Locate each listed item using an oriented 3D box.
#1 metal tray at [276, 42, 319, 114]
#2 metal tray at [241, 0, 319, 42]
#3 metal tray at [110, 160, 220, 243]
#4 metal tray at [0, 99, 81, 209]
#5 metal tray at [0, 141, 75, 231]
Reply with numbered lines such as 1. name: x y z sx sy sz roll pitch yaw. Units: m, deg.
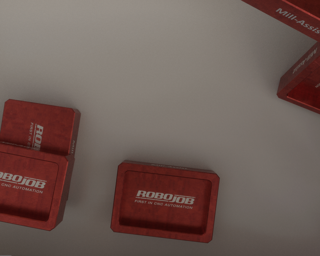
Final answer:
1. metal tray: 0.209 -0.060 0.359 0.090 0.130 0.030 22 68 0
2. metal tray: 0.149 -0.134 0.283 0.130 0.030 0.090 30 84 3
3. metal tray: 0.007 0.095 0.408 0.131 0.030 0.089 7 90 0
4. metal tray: -0.161 0.033 0.408 0.091 0.030 0.129 9 90 0
5. metal tray: -0.179 0.065 0.376 0.131 0.030 0.089 11 90 0
